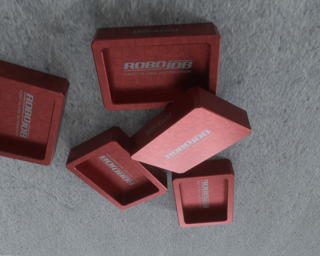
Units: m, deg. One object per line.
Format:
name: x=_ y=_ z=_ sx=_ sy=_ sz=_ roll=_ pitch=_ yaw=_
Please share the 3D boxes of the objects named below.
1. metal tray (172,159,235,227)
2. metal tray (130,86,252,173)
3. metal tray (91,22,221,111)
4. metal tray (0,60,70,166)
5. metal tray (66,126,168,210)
metal tray: x=0.070 y=0.108 z=0.496 sx=0.091 sy=0.030 sz=0.129 roll=-6 pitch=130 yaw=4
metal tray: x=0.034 y=0.010 z=0.387 sx=0.091 sy=0.030 sz=0.129 roll=22 pitch=138 yaw=-32
metal tray: x=-0.002 y=-0.066 z=0.347 sx=0.131 sy=0.030 sz=0.089 roll=-3 pitch=130 yaw=1
metal tray: x=-0.172 y=-0.013 z=0.389 sx=0.091 sy=0.030 sz=0.129 roll=15 pitch=129 yaw=-13
metal tray: x=-0.060 y=0.065 z=0.457 sx=0.090 sy=0.030 sz=0.130 roll=-27 pitch=126 yaw=21
